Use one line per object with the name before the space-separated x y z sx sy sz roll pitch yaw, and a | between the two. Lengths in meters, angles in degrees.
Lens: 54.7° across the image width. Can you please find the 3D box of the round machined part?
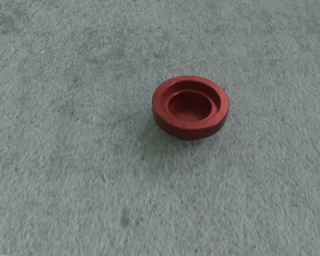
round machined part | 0.039 -0.022 0.411 0.099 0.042 0.098 0 50 0
